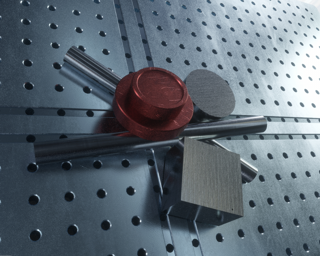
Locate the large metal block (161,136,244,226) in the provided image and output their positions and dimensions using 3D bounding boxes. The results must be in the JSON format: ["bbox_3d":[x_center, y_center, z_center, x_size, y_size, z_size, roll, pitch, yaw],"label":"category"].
[{"bbox_3d":[0.051,0.066,0.378,0.081,0.050,0.080,19,54,-18],"label":"large metal block"}]

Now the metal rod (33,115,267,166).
[{"bbox_3d":[0.007,0.011,0.383,0.303,0.025,0.025,-7,65,-24],"label":"metal rod"}]

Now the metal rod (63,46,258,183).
[{"bbox_3d":[0.006,-0.015,0.422,0.301,0.025,0.025,33,51,-7],"label":"metal rod"}]

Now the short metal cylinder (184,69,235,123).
[{"bbox_3d":[0.061,-0.038,0.449,0.081,0.050,0.080,14,56,-21],"label":"short metal cylinder"}]

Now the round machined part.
[{"bbox_3d":[-0.005,-0.036,0.375,0.099,0.042,0.098,11,50,-13],"label":"round machined part"}]
